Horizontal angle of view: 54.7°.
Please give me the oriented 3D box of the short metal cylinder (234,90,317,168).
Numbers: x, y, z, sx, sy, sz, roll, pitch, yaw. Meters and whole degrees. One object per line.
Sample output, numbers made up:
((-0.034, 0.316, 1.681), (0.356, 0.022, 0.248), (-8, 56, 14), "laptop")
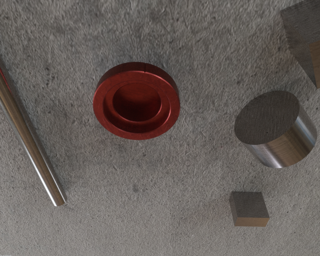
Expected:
((0.139, 0.001, 0.374), (0.080, 0.080, 0.050), (-32, 123, 24), "short metal cylinder")

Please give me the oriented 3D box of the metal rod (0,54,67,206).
((-0.178, 0.004, 0.407), (0.025, 0.025, 0.298), (-5, 130, 3), "metal rod")

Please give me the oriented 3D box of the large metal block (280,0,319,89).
((0.172, -0.093, 0.295), (0.080, 0.080, 0.050), (-20, 127, 16), "large metal block")

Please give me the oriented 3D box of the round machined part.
((-0.026, -0.035, 0.366), (0.099, 0.042, 0.097), (-1, 130, 0), "round machined part")

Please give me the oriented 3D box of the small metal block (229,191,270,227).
((0.144, 0.132, 0.506), (0.050, 0.050, 0.025), (2, 130, -2), "small metal block")
